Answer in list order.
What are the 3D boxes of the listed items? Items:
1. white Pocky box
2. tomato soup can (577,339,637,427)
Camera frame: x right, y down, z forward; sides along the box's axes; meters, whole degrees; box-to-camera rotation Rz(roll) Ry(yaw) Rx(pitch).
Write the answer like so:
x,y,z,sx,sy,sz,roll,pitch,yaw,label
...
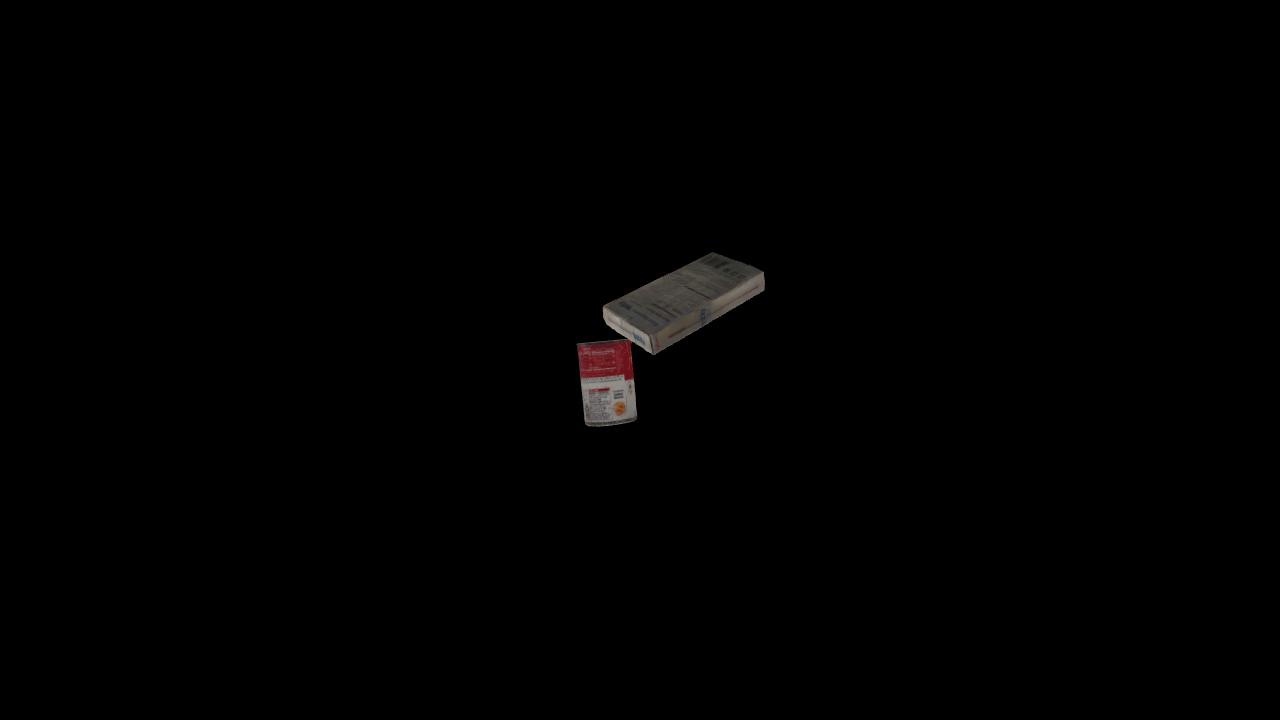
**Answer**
x,y,z,sx,sy,sz,roll,pitch,yaw,label
0.047,-0.064,0.637,0.154,0.028,0.084,-30,40,-25,white Pocky box
-0.040,0.027,0.756,0.068,0.101,0.068,-5,2,0,tomato soup can
